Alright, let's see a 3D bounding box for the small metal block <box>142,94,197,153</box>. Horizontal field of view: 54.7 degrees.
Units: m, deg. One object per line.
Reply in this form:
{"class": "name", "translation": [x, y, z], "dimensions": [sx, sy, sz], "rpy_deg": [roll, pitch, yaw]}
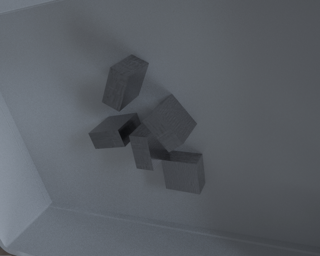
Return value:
{"class": "small metal block", "translation": [0.013, -0.007, 0.380], "dimensions": [0.025, 0.050, 0.050], "rpy_deg": [-35, 99, 38]}

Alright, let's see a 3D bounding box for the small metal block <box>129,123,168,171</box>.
{"class": "small metal block", "translation": [-0.013, 0.021, 0.411], "dimensions": [0.025, 0.050, 0.050], "rpy_deg": [4, 120, 26]}

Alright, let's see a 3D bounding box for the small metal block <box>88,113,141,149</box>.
{"class": "small metal block", "translation": [-0.060, 0.004, 0.425], "dimensions": [0.050, 0.050, 0.025], "rpy_deg": [-6, 116, 30]}

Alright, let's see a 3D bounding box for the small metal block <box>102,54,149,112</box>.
{"class": "small metal block", "translation": [-0.042, -0.056, 0.379], "dimensions": [0.025, 0.050, 0.050], "rpy_deg": [29, 128, 9]}

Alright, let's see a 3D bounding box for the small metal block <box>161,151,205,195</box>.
{"class": "small metal block", "translation": [0.033, 0.060, 0.428], "dimensions": [0.050, 0.025, 0.050], "rpy_deg": [5, 121, 25]}
